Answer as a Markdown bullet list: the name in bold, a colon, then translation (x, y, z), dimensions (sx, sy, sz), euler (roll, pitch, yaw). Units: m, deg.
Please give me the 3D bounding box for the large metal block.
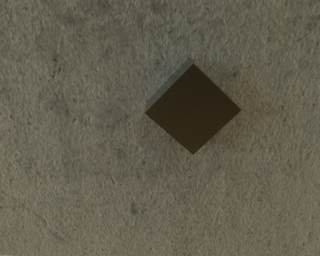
- **large metal block**: translation (0.039, -0.028, 0.387), dimensions (0.080, 0.050, 0.080), euler (41, 105, -14)
